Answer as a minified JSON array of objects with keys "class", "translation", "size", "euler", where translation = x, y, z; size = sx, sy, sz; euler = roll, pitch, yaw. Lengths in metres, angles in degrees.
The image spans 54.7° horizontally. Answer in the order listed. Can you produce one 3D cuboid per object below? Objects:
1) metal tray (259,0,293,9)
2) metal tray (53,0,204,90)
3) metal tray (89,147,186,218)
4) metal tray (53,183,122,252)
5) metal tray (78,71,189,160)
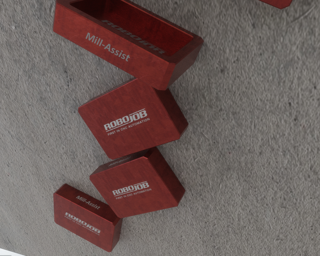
[{"class":"metal tray","translation":[0.093,-0.176,0.246],"size":[0.090,0.030,0.129],"euler":[28,128,10]},{"class":"metal tray","translation":[-0.030,-0.096,0.320],"size":[0.130,0.090,0.030],"euler":[30,128,9]},{"class":"metal tray","translation":[-0.038,0.087,0.478],"size":[0.130,0.030,0.090],"euler":[-23,106,36]},{"class":"metal tray","translation":[-0.136,0.168,0.580],"size":[0.130,0.030,0.089],"euler":[23,127,14]},{"class":"metal tray","translation":[-0.039,-0.014,0.416],"size":[0.130,0.030,0.090],"euler":[-20,108,35]}]
